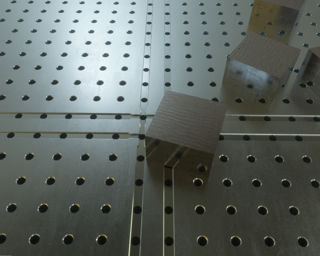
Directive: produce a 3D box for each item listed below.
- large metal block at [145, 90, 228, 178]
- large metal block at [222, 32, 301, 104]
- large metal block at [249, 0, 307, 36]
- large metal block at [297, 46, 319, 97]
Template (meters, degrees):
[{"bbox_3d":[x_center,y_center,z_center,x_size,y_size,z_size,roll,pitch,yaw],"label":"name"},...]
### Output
[{"bbox_3d":[0.034,0.005,0.387,0.080,0.050,0.080,15,51,11],"label":"large metal block"},{"bbox_3d":[0.154,-0.094,0.472,0.080,0.050,0.080,29,56,22],"label":"large metal block"},{"bbox_3d":[0.226,-0.228,0.586,0.080,0.050,0.080,25,54,19],"label":"large metal block"},{"bbox_3d":[0.273,-0.083,0.465,0.081,0.050,0.080,-14,52,-12],"label":"large metal block"}]
